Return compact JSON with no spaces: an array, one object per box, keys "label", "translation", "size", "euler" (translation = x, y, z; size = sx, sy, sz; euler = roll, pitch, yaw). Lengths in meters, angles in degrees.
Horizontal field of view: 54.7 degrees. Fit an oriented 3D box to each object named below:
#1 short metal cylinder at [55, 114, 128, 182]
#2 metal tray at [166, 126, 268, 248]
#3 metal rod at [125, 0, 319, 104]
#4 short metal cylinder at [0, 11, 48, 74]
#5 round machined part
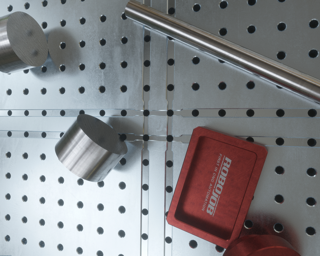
[{"label":"short metal cylinder","translation":[-0.091,0.026,0.415],"size":[0.080,0.080,0.050],"euler":[44,104,14]},{"label":"metal tray","translation":[0.070,0.071,0.385],"size":[0.090,0.030,0.129],"euler":[18,96,19]},{"label":"metal rod","translation":[0.085,-0.094,0.382],"size":[0.300,0.025,0.025],"euler":[29,100,17]},{"label":"short metal cylinder","translation":[-0.214,-0.125,0.459],"size":[0.050,0.080,0.080],"euler":[-9,87,20]},{"label":"round machined part","translation":[0.108,0.161,0.349],"size":[0.099,0.042,0.097],"euler":[-4,108,-11]}]
